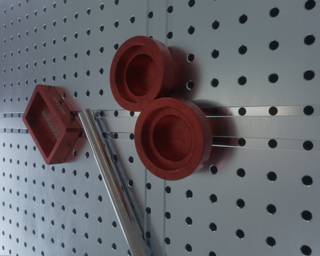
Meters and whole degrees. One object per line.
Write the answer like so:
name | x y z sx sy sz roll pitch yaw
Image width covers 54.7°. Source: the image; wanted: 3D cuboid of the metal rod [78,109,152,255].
metal rod | -0.061 0.102 0.459 0.025 0.025 0.299 -39 66 33

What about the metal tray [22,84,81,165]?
metal tray | -0.204 -0.008 0.574 0.130 0.030 0.090 50 119 28

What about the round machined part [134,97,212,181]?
round machined part | 0.020 0.011 0.377 0.098 0.042 0.097 4 98 35

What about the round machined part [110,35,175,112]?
round machined part | -0.019 -0.070 0.414 0.098 0.042 0.097 0 90 40
